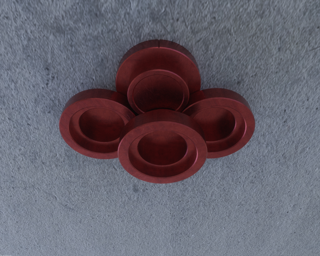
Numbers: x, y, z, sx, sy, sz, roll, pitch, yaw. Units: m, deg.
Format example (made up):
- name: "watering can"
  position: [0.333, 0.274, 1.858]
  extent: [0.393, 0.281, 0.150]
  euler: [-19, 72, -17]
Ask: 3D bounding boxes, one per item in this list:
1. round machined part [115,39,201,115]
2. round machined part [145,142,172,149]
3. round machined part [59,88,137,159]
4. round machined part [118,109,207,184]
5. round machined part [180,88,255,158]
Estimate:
- name: "round machined part"
  position: [-0.002, -0.048, 0.357]
  extent: [0.099, 0.042, 0.097]
  euler: [-1, 130, 0]
- name: "round machined part"
  position: [-0.003, 0.027, 0.421]
  extent: [0.099, 0.042, 0.097]
  euler: [-1, 130, 0]
- name: "round machined part"
  position: [-0.071, -0.009, 0.389]
  extent: [0.099, 0.042, 0.097]
  euler: [-1, 130, 0]
- name: "round machined part"
  position: [0.003, 0.017, 0.356]
  extent: [0.099, 0.042, 0.097]
  euler: [-1, 131, 0]
- name: "round machined part"
  position: [0.065, -0.010, 0.390]
  extent: [0.099, 0.042, 0.097]
  euler: [-1, 130, 0]
